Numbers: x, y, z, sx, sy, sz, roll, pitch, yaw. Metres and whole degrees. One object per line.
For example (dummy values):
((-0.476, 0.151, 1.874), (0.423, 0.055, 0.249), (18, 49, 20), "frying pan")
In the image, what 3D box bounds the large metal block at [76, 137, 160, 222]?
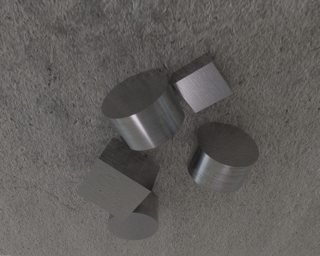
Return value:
((-0.059, 0.074, 0.440), (0.080, 0.050, 0.080), (34, 124, -7), "large metal block")

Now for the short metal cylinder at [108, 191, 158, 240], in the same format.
((-0.043, 0.141, 0.511), (0.081, 0.050, 0.079), (0, 131, 0), "short metal cylinder")

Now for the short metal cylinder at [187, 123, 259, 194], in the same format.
((0.080, 0.038, 0.404), (0.081, 0.080, 0.050), (9, 130, -8), "short metal cylinder")

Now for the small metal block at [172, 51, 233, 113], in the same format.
((0.050, -0.053, 0.363), (0.050, 0.025, 0.050), (-28, 125, 22), "small metal block")

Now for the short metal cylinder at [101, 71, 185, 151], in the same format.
((-0.019, -0.021, 0.353), (0.080, 0.080, 0.050), (-18, 128, 15), "short metal cylinder")
